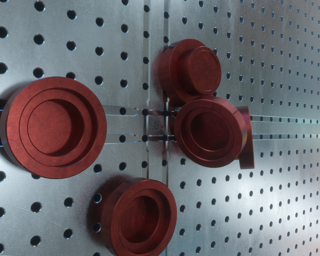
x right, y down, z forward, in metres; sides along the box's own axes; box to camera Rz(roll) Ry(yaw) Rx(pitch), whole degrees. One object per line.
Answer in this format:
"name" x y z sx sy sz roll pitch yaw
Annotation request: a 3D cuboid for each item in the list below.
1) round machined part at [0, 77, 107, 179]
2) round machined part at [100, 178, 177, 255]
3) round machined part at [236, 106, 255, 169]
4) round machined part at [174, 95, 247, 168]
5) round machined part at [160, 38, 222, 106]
"round machined part" -0.107 0.000 0.310 0.099 0.042 0.097 0 90 -40
"round machined part" -0.029 0.109 0.376 0.099 0.042 0.097 0 90 -40
"round machined part" 0.121 0.016 0.482 0.098 0.042 0.097 -6 91 -75
"round machined part" 0.072 0.002 0.427 0.042 0.098 0.097 -33 111 -52
"round machined part" 0.050 -0.079 0.442 0.099 0.042 0.097 0 90 -40
